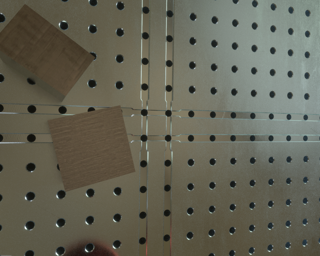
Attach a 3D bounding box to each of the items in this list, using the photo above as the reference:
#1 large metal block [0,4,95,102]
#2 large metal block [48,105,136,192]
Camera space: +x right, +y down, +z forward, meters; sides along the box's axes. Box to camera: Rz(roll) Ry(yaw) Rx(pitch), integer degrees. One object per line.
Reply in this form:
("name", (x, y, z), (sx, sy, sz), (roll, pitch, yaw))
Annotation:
("large metal block", (-0.124, -0.075, 0.337), (0.080, 0.080, 0.050), (37, 78, -17))
("large metal block", (-0.083, 0.021, 0.369), (0.081, 0.050, 0.080), (-14, 95, -20))
